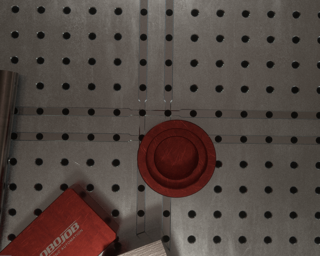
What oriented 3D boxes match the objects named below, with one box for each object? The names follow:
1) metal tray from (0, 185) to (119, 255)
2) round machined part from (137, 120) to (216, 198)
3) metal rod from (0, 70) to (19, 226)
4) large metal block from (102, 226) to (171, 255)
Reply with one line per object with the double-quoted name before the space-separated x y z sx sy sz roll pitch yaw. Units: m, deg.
"metal tray" -0.131 0.151 0.409 0.130 0.030 0.090 -44 91 0
"round machined part" 0.021 0.038 0.405 0.099 0.042 0.097 0 90 -1
"metal rod" -0.219 0.074 0.410 0.025 0.025 0.298 7 90 -1
"large metal block" -0.023 0.187 0.401 0.080 0.050 0.080 -20 90 -1
